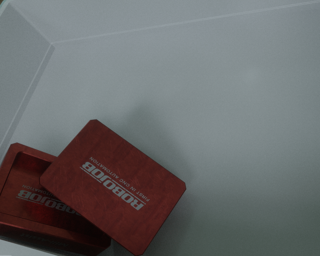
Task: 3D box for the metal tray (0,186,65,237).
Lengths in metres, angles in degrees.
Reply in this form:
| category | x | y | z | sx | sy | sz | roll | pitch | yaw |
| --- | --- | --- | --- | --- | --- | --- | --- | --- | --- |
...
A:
| category | x | y | z | sx | sy | sz | roll | pitch | yaw |
| --- | --- | --- | --- | --- | --- | --- | --- | --- | --- |
| metal tray | -0.188 | 0.101 | 0.395 | 0.130 | 0.090 | 0.030 | 1 | 89 | 28 |

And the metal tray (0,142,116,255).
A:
| category | x | y | z | sx | sy | sz | roll | pitch | yaw |
| --- | --- | --- | --- | --- | --- | --- | --- | --- | --- |
| metal tray | -0.114 | 0.079 | 0.340 | 0.030 | 0.131 | 0.090 | -45 | 31 | 37 |

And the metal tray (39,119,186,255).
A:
| category | x | y | z | sx | sy | sz | roll | pitch | yaw |
| --- | --- | --- | --- | --- | --- | --- | --- | --- | --- |
| metal tray | -0.049 | 0.063 | 0.338 | 0.130 | 0.030 | 0.090 | 35 | 69 | 4 |

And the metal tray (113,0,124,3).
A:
| category | x | y | z | sx | sy | sz | roll | pitch | yaw |
| --- | --- | --- | --- | --- | --- | --- | --- | --- | --- |
| metal tray | -0.050 | -0.318 | 0.623 | 0.090 | 0.030 | 0.130 | -3 | 60 | 26 |
